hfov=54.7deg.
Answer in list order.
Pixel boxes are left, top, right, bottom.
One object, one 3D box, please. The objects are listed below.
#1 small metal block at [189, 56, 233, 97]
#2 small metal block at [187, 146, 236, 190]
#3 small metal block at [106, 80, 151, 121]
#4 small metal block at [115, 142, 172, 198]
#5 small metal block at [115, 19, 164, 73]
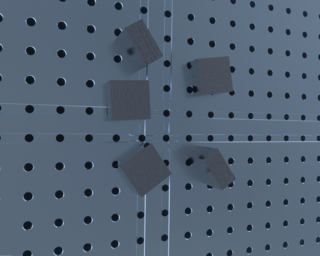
[{"bbox_3d":[0.073,-0.073,0.441,0.050,0.025,0.050,-9,93,-20],"label":"small metal block"},{"bbox_3d":[0.070,0.054,0.427,0.025,0.050,0.050,-36,102,-17],"label":"small metal block"},{"bbox_3d":[-0.041,-0.035,0.398,0.050,0.025,0.050,-3,91,-20],"label":"small metal block"},{"bbox_3d":[-0.021,0.054,0.406,0.050,0.025,0.050,-36,102,-17],"label":"small metal block"},{"bbox_3d":[-0.027,-0.102,0.390,0.025,0.050,0.050,-34,102,-17],"label":"small metal block"}]
